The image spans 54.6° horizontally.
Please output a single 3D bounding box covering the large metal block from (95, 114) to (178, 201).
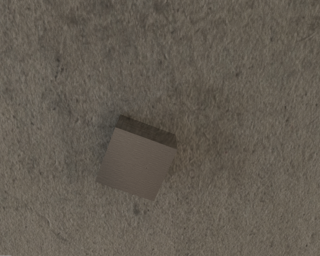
[{"bbox_3d":[-0.031,0.039,0.410,0.080,0.050,0.080,20,109,-8],"label":"large metal block"}]
